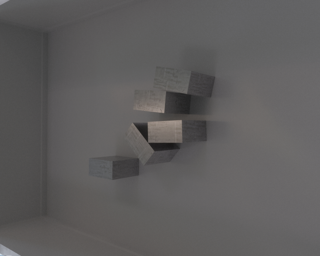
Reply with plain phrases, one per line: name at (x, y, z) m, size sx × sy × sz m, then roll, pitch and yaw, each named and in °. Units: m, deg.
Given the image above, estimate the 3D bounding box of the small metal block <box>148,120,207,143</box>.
small metal block at (0.021, 0.004, 0.373) m, size 0.050 × 0.050 × 0.025 m, roll -2°, pitch 89°, yaw 40°

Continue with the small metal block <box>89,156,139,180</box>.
small metal block at (-0.066, 0.056, 0.445) m, size 0.050 × 0.050 × 0.025 m, roll 1°, pitch 91°, yaw 40°

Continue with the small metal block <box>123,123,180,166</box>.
small metal block at (-0.011, 0.019, 0.399) m, size 0.050 × 0.050 × 0.025 m, roll 51°, pitch 120°, yaw 28°

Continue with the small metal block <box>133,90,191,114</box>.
small metal block at (0.003, -0.032, 0.388) m, size 0.050 × 0.050 × 0.025 m, roll 9°, pitch 96°, yaw 39°

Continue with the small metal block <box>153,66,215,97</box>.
small metal block at (0.029, -0.054, 0.367) m, size 0.050 × 0.050 × 0.025 m, roll 17°, pitch 101°, yaw 39°
